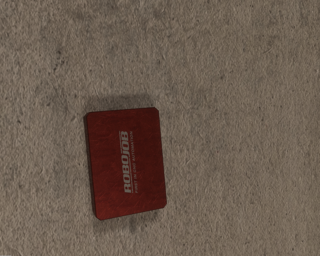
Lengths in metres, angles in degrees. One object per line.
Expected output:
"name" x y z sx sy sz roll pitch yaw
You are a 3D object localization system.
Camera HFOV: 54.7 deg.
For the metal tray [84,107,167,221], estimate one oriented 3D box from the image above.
"metal tray" -0.043 0.042 0.391 0.091 0.030 0.129 -6 92 -20
